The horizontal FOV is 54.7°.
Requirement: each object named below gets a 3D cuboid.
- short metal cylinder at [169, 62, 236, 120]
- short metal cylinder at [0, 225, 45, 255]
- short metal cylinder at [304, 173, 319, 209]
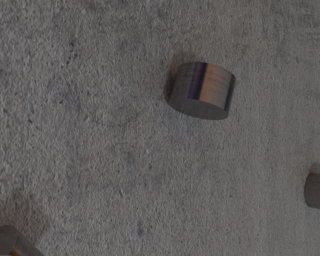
[{"bbox_3d":[0.057,-0.048,0.416,0.080,0.080,0.050,24,75,-38],"label":"short metal cylinder"},{"bbox_3d":[-0.137,0.129,0.255,0.080,0.080,0.050,-46,118,-30],"label":"short metal cylinder"},{"bbox_3d":[0.368,0.144,0.697,0.081,0.050,0.080,0,90,-40],"label":"short metal cylinder"}]
